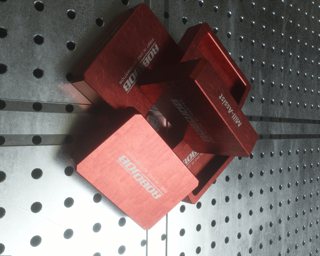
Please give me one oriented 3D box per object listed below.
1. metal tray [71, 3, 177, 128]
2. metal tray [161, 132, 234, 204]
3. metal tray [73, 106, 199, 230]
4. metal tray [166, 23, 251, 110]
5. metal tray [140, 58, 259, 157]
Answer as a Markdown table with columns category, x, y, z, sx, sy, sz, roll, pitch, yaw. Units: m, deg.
| category | x | y | z | sx | sy | sz | roll | pitch | yaw |
| --- | --- | --- | --- | --- | --- | --- | --- | --- | --- |
| metal tray | -0.033 | -0.075 | 0.379 | 0.090 | 0.030 | 0.130 | 47 | 62 | -30 |
| metal tray | 0.059 | 0.035 | 0.456 | 0.131 | 0.030 | 0.090 | -41 | 115 | -32 |
| metal tray | -0.024 | 0.050 | 0.363 | 0.090 | 0.030 | 0.130 | -42 | 119 | -4 |
| metal tray | 0.069 | -0.065 | 0.426 | 0.130 | 0.030 | 0.090 | 44 | 64 | -32 |
| metal tray | 0.047 | -0.019 | 0.368 | 0.130 | 0.090 | 0.030 | 48 | 61 | -30 |
